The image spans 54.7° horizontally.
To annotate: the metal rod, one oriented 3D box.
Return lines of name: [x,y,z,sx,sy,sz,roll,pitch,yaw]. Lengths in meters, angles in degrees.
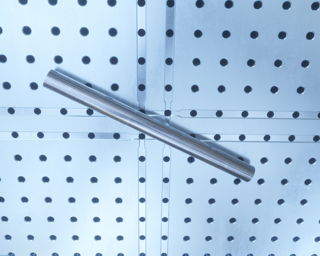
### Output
metal rod: [-0.007,0.001,0.414,0.301,0.025,0.025,26,108,-10]
